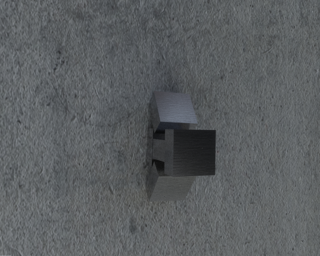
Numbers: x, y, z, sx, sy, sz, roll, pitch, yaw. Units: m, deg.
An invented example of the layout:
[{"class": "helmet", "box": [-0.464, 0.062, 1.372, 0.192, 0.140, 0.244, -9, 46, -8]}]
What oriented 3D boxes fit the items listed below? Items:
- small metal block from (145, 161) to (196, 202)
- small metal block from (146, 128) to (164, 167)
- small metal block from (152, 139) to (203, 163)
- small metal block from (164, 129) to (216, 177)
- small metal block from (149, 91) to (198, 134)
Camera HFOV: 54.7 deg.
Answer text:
[{"class": "small metal block", "box": [0.013, 0.069, 0.403, 0.050, 0.025, 0.050, 2, 130, -20]}, {"class": "small metal block", "box": [0.010, 0.026, 0.416, 0.050, 0.025, 0.050, 3, 89, -21]}, {"class": "small metal block", "box": [0.023, 0.027, 0.379, 0.050, 0.050, 0.025, 3, 89, -20]}, {"class": "small metal block", "box": [0.033, 0.027, 0.344, 0.050, 0.025, 0.050, 1, 90, -21]}, {"class": "small metal block", "box": [0.016, -0.020, 0.405, 0.050, 0.025, 0.050, 3, 53, -20]}]
